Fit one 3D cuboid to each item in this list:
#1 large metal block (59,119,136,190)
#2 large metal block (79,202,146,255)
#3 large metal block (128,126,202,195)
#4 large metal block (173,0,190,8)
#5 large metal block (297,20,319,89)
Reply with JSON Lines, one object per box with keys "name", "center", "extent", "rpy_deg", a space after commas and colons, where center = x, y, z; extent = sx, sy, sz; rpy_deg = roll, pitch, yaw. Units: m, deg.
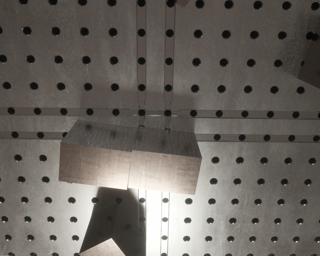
{"name": "large metal block", "center": [-0.075, 0.031, 0.394], "extent": [0.081, 0.080, 0.050], "rpy_deg": [8, 110, -3]}
{"name": "large metal block", "center": [-0.063, 0.170, 0.446], "extent": [0.050, 0.080, 0.080], "rpy_deg": [-29, 108, 10]}
{"name": "large metal block", "center": [0.005, 0.039, 0.399], "extent": [0.081, 0.080, 0.050], "rpy_deg": [7, 110, -3]}
{"name": "large metal block", "center": [0.020, -0.189, 0.331], "extent": [0.080, 0.050, 0.080], "rpy_deg": [38, 105, -13]}
{"name": "large metal block", "center": [0.213, -0.083, 0.357], "extent": [0.050, 0.080, 0.079], "rpy_deg": [12, 110, -5]}
